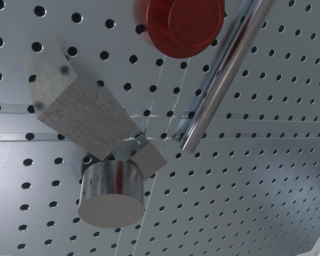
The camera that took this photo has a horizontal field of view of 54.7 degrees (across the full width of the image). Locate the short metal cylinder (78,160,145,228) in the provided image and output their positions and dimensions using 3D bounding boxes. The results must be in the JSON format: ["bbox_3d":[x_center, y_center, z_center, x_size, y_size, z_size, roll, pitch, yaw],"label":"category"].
[{"bbox_3d":[-0.061,0.086,0.397,0.081,0.050,0.079,-3,134,-3],"label":"short metal cylinder"}]

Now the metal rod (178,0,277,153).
[{"bbox_3d":[0.101,-0.098,0.405,0.025,0.025,0.298,14,111,-34],"label":"metal rod"}]

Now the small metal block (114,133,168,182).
[{"bbox_3d":[-0.026,0.043,0.424,0.050,0.025,0.050,-40,130,-2],"label":"small metal block"}]

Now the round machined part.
[{"bbox_3d":[0.031,-0.123,0.341,0.099,0.042,0.097,-14,124,-21],"label":"round machined part"}]

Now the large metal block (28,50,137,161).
[{"bbox_3d":[-0.080,-0.024,0.317,0.050,0.080,0.080,-45,129,3],"label":"large metal block"}]
